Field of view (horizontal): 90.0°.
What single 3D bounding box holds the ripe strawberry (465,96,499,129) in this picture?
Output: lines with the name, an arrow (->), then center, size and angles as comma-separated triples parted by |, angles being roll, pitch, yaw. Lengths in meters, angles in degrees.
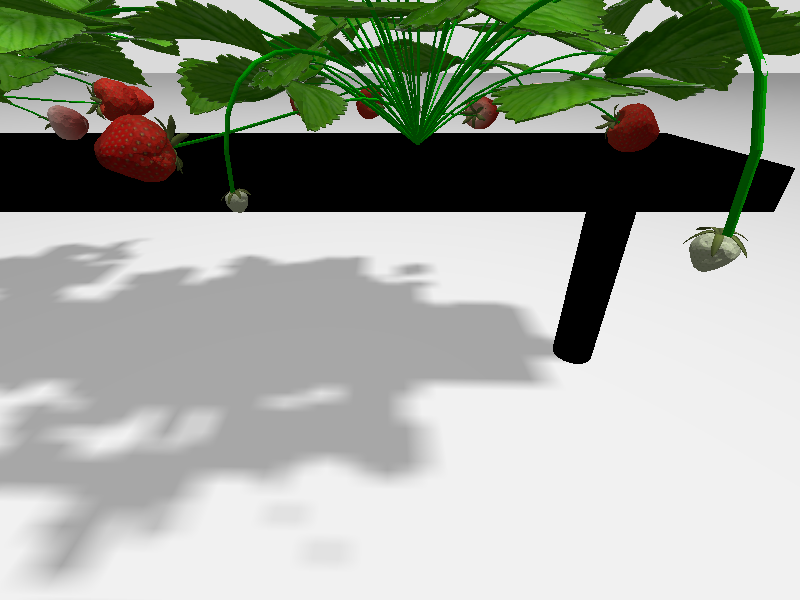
ripe strawberry -> 0.082, -0.185, 0.396 | 0.033, 0.030, 0.030 | 22, 37, 32

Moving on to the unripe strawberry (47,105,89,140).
unripe strawberry -> -0.280, -0.150, 0.339 | 0.026, 0.027, 0.024 | -1, 31, -7

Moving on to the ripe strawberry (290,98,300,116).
ripe strawberry -> -0.113, -0.239, 0.481 | 0.040, 0.034, 0.040 | -20, 35, -29

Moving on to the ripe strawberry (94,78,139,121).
ripe strawberry -> -0.312, -0.221, 0.443 | 0.038, 0.043, 0.041 | 24, 38, 34

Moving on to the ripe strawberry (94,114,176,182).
ripe strawberry -> -0.143, -0.081, 0.216 | 0.035, 0.035, 0.039 | -23, 38, -32

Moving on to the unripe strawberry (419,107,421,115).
unripe strawberry -> 0.021, -0.234, 0.497 | 0.011, 0.012, 0.012 | 1, 31, 2

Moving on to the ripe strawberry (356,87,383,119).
ripe strawberry -> -0.036, -0.228, 0.463 | 0.031, 0.035, 0.033 | -9, 30, -15

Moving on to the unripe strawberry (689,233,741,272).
unripe strawberry -> 0.093, -0.014, 0.119 | 0.013, 0.012, 0.012 | -10, 32, -15

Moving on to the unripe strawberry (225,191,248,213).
unripe strawberry -> -0.073, -0.044, 0.179 | 0.009, 0.010, 0.010 | 14, 34, 23

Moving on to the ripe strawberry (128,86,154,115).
ripe strawberry -> -0.315, -0.238, 0.480 | 0.037, 0.033, 0.034 | 18, 25, 28

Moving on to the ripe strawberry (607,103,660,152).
ripe strawberry -> 0.178, -0.129, 0.303 | 0.034, 0.034, 0.032 | 21, 32, -3
